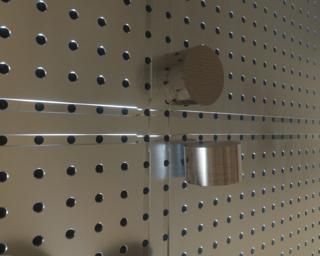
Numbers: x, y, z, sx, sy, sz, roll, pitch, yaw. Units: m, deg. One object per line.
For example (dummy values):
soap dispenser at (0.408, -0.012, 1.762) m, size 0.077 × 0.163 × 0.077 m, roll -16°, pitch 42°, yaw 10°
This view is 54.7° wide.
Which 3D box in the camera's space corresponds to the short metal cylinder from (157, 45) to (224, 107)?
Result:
short metal cylinder at (0.043, -0.070, 0.428) m, size 0.081 × 0.050 × 0.079 m, roll 0°, pitch 90°, yaw -40°

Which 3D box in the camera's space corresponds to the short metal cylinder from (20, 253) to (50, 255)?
short metal cylinder at (-0.120, 0.167, 0.293) m, size 0.081 × 0.050 × 0.079 m, roll 0°, pitch 90°, yaw -40°

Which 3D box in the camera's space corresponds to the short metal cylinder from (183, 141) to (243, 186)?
short metal cylinder at (0.074, 0.047, 0.435) m, size 0.081 × 0.080 × 0.050 m, roll -6°, pitch 94°, yaw -40°
